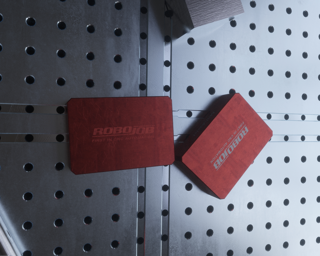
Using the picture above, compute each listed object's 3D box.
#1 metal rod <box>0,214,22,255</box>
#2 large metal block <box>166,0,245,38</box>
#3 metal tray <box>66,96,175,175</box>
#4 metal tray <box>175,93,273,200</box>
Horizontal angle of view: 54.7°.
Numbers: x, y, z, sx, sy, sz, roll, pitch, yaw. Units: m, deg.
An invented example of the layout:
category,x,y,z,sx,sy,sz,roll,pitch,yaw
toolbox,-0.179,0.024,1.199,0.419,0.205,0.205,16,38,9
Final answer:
category,x,y,z,sx,sy,sz,roll,pitch,yaw
metal rod,-0.222,0.028,0.330,0.025,0.025,0.299,-26,99,-18
large metal block,0.056,-0.178,0.421,0.081,0.050,0.080,-23,98,-19
metal tray,-0.049,0.006,0.393,0.131,0.030,0.089,-3,91,-20
metal tray,0.093,0.024,0.446,0.090,0.030,0.130,45,76,-15
